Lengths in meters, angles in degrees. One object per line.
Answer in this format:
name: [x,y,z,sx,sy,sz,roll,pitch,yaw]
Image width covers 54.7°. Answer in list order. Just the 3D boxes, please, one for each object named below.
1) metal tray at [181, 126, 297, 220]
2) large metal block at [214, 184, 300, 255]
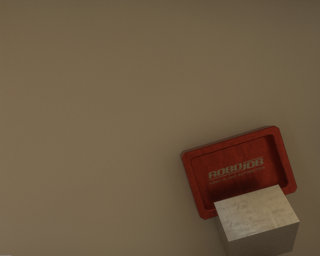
metal tray: [0.102,0.057,0.410,0.131,0.030,0.090,-17,90,-1]
large metal block: [0.115,0.122,0.380,0.080,0.050,0.080,-16,135,0]
